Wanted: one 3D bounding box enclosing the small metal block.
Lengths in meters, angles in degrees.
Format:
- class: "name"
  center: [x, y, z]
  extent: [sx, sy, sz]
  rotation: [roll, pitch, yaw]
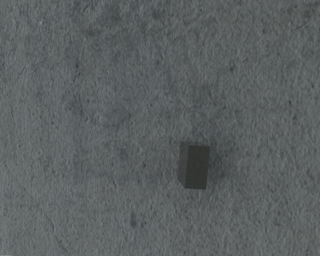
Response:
- class: "small metal block"
  center: [0.040, 0.044, 0.378]
  extent: [0.025, 0.050, 0.050]
  rotation: [5, 92, -7]
